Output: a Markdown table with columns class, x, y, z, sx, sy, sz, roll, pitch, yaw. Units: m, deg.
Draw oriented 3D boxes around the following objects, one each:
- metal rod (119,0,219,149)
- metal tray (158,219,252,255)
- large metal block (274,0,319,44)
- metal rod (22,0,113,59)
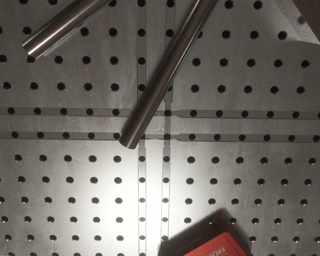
| class | x | y | z | sx | sy | sz | roll | pitch | yaw |
| --- | --- | --- | --- | --- | --- | --- | --- | --- | --- |
| metal rod | 0.027 | -0.102 | 0.376 | 0.025 | 0.025 | 0.298 | 27 | 108 | -10 |
| metal tray | 0.072 | 0.213 | 0.490 | 0.130 | 0.030 | 0.090 | -34 | 107 | 11 |
| large metal block | 0.183 | -0.153 | 0.346 | 0.080 | 0.050 | 0.080 | -39 | 106 | 13 |
| metal rod | -0.034 | -0.175 | 0.348 | 0.300 | 0.025 | 0.025 | -33 | 107 | 11 |
